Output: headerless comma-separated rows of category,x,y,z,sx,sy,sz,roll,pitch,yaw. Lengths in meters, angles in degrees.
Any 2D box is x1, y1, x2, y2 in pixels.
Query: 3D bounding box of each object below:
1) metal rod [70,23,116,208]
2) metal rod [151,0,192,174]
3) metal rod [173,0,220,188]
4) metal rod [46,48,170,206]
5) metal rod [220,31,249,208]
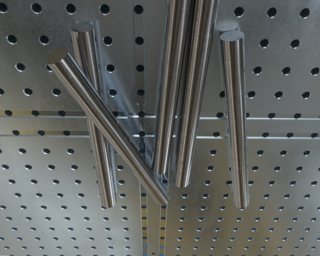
metal rod,-0.083,0.009,0.417,0.025,0.025,0.298,0,130,-1
metal rod,0.011,-0.053,0.366,0.025,0.025,0.298,3,130,-3
metal rod,0.040,-0.030,0.386,0.025,0.025,0.298,2,130,-2
metal rod,-0.048,0.023,0.408,0.025,0.025,0.299,-17,135,13
metal rod,0.106,0.013,0.424,0.025,0.025,0.298,-9,130,7
